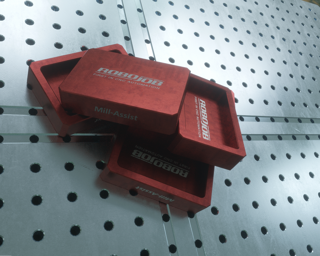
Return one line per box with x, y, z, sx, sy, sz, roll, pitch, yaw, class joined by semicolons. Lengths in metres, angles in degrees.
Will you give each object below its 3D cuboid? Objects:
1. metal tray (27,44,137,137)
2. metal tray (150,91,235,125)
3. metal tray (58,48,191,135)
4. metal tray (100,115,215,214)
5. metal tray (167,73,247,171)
-0.084;-0.053;0.391;0.131;0.030;0.090;-25;75;-36;metal tray
0.046;-0.031;0.447;0.131;0.030;0.090;17;55;-17;metal tray
-0.037;-0.046;0.361;0.131;0.030;0.090;13;45;6;metal tray
0.003;0.040;0.381;0.131;0.030;0.090;24;53;-14;metal tray
0.056;-0.015;0.403;0.091;0.030;0.130;18;43;-17;metal tray
